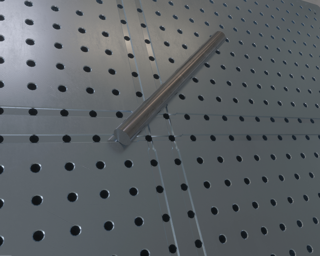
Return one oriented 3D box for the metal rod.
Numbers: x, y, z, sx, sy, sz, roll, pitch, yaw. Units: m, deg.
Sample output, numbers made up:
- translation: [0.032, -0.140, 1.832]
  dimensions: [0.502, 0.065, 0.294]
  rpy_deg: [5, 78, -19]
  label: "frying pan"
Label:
- translation: [0.031, -0.077, 0.470]
  dimensions: [0.025, 0.025, 0.301]
  rpy_deg: [41, 51, 0]
  label: "metal rod"
